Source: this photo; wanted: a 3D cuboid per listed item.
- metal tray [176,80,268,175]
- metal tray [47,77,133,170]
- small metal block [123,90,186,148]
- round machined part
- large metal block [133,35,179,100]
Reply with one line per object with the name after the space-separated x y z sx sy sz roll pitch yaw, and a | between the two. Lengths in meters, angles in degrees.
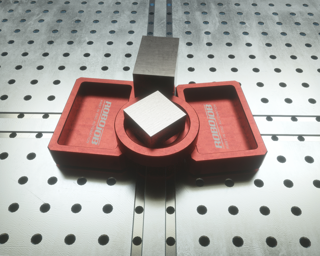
0.073 -0.005 0.404 0.091 0.030 0.130 -5 50 -4 | metal tray
-0.080 -0.011 0.407 0.091 0.030 0.130 5 50 4 | metal tray
-0.006 -0.010 0.356 0.050 0.025 0.050 -32 57 -24 | small metal block
-0.003 0.006 0.374 0.099 0.042 0.098 0 50 0 | round machined part
-0.003 -0.068 0.424 0.050 0.080 0.080 5 50 4 | large metal block
